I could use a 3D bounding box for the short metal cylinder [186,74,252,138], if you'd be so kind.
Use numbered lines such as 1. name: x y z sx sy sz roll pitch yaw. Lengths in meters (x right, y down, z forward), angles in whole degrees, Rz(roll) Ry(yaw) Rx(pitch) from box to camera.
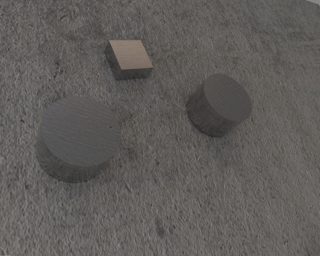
1. short metal cylinder: 0.086 -0.032 0.454 0.081 0.050 0.080 14 56 -21

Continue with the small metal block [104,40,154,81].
1. small metal block: -0.045 -0.097 0.439 0.050 0.025 0.050 -11 67 -33

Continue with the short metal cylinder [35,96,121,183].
1. short metal cylinder: -0.088 0.013 0.332 0.081 0.050 0.080 14 56 -21
